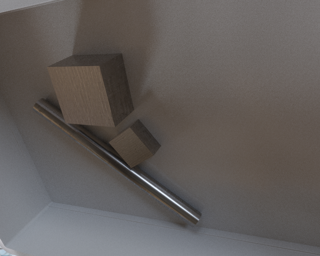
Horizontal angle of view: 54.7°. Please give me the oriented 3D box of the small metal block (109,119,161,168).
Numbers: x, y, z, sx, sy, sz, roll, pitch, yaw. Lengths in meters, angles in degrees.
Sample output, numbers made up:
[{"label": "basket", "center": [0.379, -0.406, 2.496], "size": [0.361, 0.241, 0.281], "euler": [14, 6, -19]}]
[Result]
[{"label": "small metal block", "center": [-0.036, 0.023, 0.440], "size": [0.050, 0.025, 0.050], "euler": [-33, 100, 38]}]

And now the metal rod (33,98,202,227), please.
[{"label": "metal rod", "center": [-0.067, 0.051, 0.473], "size": [0.301, 0.025, 0.025], "euler": [36, 129, 4]}]

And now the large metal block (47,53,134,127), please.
[{"label": "large metal block", "center": [-0.088, -0.050, 0.406], "size": [0.080, 0.050, 0.079], "euler": [4, 120, 25]}]
